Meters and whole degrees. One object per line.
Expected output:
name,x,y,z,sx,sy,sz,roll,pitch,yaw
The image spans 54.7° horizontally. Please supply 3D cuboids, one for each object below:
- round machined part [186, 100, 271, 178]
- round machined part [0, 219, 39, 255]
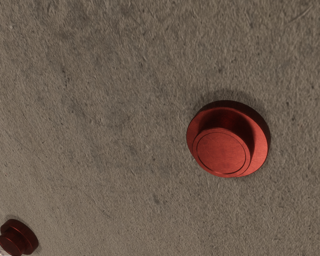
round machined part,0.077,0.020,0.367,0.098,0.042,0.097,13,124,20
round machined part,-0.344,0.269,0.739,0.098,0.042,0.097,13,124,20
